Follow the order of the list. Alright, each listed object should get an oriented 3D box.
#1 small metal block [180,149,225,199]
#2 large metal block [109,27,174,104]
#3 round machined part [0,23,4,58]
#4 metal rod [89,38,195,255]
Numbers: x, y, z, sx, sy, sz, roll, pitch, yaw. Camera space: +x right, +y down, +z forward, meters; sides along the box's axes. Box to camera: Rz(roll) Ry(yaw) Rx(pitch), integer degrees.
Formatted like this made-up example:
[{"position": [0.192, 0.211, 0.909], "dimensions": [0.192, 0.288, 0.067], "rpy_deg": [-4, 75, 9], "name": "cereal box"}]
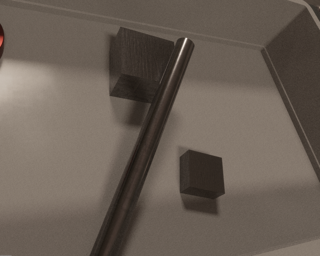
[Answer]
[{"position": [0.054, 0.060, 0.400], "dimensions": [0.050, 0.025, 0.050], "rpy_deg": [15, 56, -20], "name": "small metal block"}, {"position": [-0.024, -0.084, 0.429], "dimensions": [0.081, 0.050, 0.080], "rpy_deg": [9, 58, -24], "name": "large metal block"}, {"position": [-0.226, -0.109, 0.340], "dimensions": [0.099, 0.042, 0.098], "rpy_deg": [14, 56, -21], "name": "round machined part"}, {"position": [-0.014, 0.016, 0.350], "dimensions": [0.025, 0.025, 0.300], "rpy_deg": [27, 64, -12], "name": "metal rod"}]
